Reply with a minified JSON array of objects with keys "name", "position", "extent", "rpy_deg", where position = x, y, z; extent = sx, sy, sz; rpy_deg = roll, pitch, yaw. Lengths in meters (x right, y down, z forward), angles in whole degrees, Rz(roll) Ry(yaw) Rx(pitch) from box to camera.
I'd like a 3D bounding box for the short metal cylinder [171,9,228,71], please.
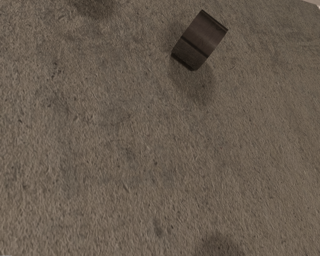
[{"name":"short metal cylinder","position":[0.062,-0.137,0.487],"extent":[0.050,0.080,0.080],"rpy_deg":[37,51,-5]}]
